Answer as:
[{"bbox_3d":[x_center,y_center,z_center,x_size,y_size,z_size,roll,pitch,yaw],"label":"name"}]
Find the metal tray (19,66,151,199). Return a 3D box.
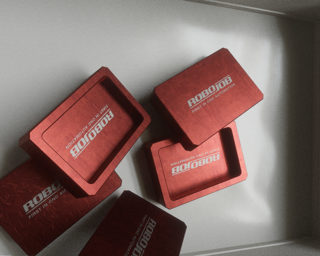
[{"bbox_3d":[-0.076,0.002,0.349,0.090,0.030,0.130,49,50,-17],"label":"metal tray"}]

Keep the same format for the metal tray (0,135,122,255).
[{"bbox_3d":[-0.123,0.070,0.363,0.131,0.030,0.090,-38,103,-16],"label":"metal tray"}]

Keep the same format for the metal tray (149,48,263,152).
[{"bbox_3d":[0.063,-0.040,0.412,0.131,0.030,0.090,-33,83,-23],"label":"metal tray"}]

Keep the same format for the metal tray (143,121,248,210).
[{"bbox_3d":[0.051,0.046,0.428,0.131,0.030,0.089,-16,96,-20],"label":"metal tray"}]

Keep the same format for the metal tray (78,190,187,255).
[{"bbox_3d":[-0.027,0.130,0.336,0.090,0.130,0.030,30,113,4],"label":"metal tray"}]
